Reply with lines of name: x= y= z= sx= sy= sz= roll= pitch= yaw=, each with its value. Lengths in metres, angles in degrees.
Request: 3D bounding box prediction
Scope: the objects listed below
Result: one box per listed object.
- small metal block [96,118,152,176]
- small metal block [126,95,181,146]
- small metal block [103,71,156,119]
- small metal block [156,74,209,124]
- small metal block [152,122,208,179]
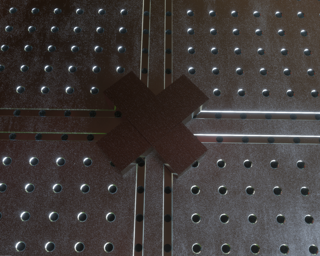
small metal block: x=-0.046 y=0.025 z=0.402 sx=0.050 sy=0.025 sz=0.050 roll=-39 pitch=75 yaw=-13
small metal block: x=-0.008 y=-0.007 z=0.413 sx=0.050 sy=0.025 sz=0.050 roll=-39 pitch=75 yaw=-13
small metal block: x=-0.041 y=-0.042 z=0.426 sx=0.050 sy=0.025 sz=0.050 roll=-39 pitch=75 yaw=-13
small metal block: x=0.030 y=-0.037 z=0.425 sx=0.050 sy=0.025 sz=0.050 roll=-39 pitch=75 yaw=-13
small metal block: x=0.025 y=0.029 z=0.401 sx=0.050 sy=0.025 sz=0.050 roll=-39 pitch=75 yaw=-13
